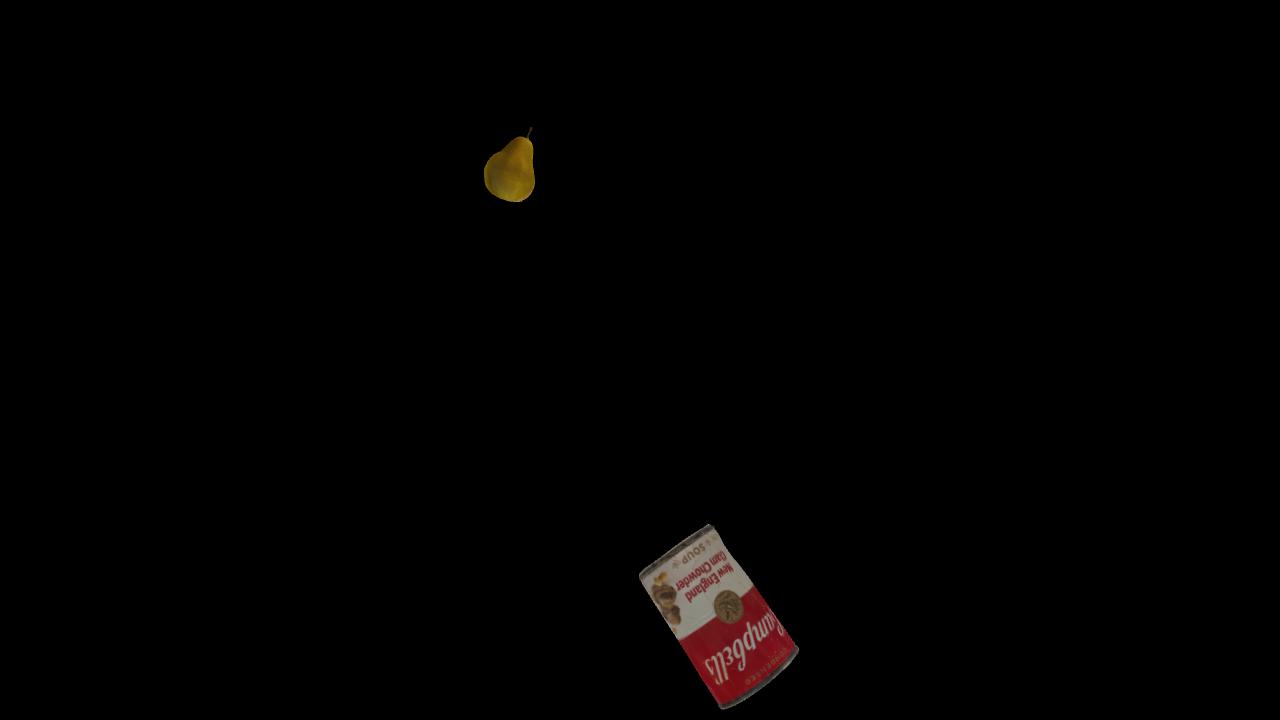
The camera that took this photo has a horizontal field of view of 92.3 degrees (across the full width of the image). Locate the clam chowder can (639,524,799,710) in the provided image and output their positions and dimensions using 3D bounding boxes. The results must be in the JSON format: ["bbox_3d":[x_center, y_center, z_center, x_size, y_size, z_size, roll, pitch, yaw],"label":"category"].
[{"bbox_3d":[0.053,0.177,0.434,0.068,0.102,0.068,-32,-19,-12],"label":"clam chowder can"}]

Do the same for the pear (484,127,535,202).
[{"bbox_3d":[-0.185,-0.294,0.917,0.080,0.111,0.080,22,19,-8],"label":"pear"}]
